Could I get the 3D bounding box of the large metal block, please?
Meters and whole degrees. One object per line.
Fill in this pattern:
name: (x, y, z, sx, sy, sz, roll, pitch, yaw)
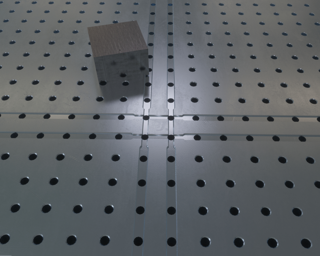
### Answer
large metal block: (-0.067, -0.123, 0.495, 0.081, 0.050, 0.080, -12, 51, -10)
